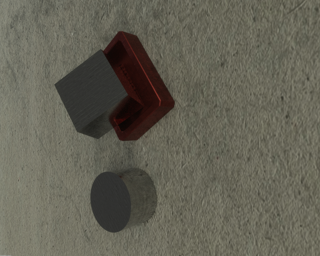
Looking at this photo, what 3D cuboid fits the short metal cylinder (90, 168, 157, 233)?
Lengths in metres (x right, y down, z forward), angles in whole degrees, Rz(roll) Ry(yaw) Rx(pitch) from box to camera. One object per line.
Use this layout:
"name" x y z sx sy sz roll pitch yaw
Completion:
"short metal cylinder" -0.051 0.097 0.428 0.080 0.050 0.079 0 90 39

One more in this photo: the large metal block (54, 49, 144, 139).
"large metal block" -0.082 -0.044 0.418 0.080 0.050 0.080 -35 68 9

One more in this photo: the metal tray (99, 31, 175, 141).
"metal tray" -0.045 -0.058 0.436 0.090 0.030 0.130 -41 65 32
